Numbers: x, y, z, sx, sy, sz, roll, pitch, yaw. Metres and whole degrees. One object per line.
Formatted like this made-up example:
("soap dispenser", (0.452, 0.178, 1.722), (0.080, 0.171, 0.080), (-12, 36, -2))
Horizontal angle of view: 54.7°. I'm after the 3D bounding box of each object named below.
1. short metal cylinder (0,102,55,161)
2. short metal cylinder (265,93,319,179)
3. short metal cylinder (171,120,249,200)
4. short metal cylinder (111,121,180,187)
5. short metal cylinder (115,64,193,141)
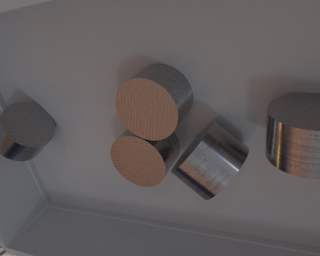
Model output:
("short metal cylinder", (-0.215, 0.006, 0.487), (0.080, 0.080, 0.050), (47, 129, -5))
("short metal cylinder", (0.145, 0.004, 0.299), (0.080, 0.080, 0.050), (6, 121, 24))
("short metal cylinder", (0.058, 0.037, 0.365), (0.050, 0.080, 0.080), (39, 129, 1))
("short metal cylinder", (-0.019, 0.033, 0.421), (0.080, 0.050, 0.079), (13, 124, 20))
("short metal cylinder", (-0.006, -0.032, 0.375), (0.080, 0.050, 0.079), (13, 124, 20))
